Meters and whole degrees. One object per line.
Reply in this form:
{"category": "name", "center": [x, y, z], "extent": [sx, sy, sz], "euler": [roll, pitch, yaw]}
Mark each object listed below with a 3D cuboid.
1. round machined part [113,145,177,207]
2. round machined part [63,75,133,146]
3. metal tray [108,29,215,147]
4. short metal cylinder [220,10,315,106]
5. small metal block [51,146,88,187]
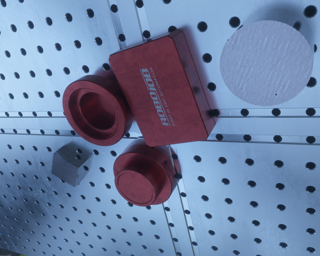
{"category": "round machined part", "center": [-0.028, 0.078, 0.461], "extent": [0.098, 0.042, 0.097], "euler": [13, 124, 20]}
{"category": "round machined part", "center": [-0.080, -0.027, 0.424], "extent": [0.098, 0.042, 0.097], "euler": [13, 124, 20]}
{"category": "metal tray", "center": [0.004, -0.043, 0.378], "extent": [0.090, 0.030, 0.129], "euler": [-10, 114, 32]}
{"category": "short metal cylinder", "center": [0.104, -0.068, 0.298], "extent": [0.080, 0.050, 0.079], "euler": [13, 124, 20]}
{"category": "small metal block", "center": [-0.156, 0.066, 0.532], "extent": [0.050, 0.025, 0.050], "euler": [28, 128, 10]}
